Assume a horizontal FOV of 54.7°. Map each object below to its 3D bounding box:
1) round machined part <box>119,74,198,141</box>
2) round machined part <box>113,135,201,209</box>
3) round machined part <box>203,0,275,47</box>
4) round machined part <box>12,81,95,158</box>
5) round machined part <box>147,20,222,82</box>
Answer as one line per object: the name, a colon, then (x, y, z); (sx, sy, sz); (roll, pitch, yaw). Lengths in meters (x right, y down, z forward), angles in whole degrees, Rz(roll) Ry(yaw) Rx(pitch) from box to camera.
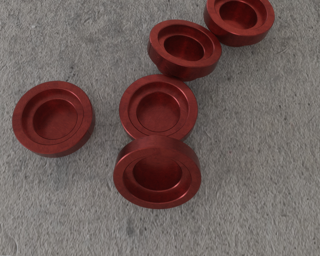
round machined part: (-0.002, -0.018, 0.405); (0.099, 0.042, 0.098); (0, 70, 0)
round machined part: (-0.003, 0.047, 0.362); (0.099, 0.097, 0.042); (2, 36, 1)
round machined part: (0.111, -0.158, 0.452); (0.099, 0.042, 0.098); (3, 64, -6)
round machined part: (-0.132, -0.008, 0.401); (0.099, 0.042, 0.098); (0, 70, 0)
round machined part: (0.031, -0.102, 0.426); (0.099, 0.042, 0.098); (7, 52, -9)
